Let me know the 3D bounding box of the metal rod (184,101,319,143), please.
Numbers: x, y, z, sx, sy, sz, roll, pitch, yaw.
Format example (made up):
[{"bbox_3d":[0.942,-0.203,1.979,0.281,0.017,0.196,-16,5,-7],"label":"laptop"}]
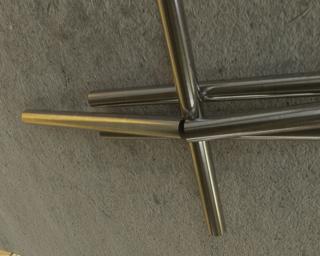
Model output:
[{"bbox_3d":[0.170,-0.015,0.277,0.301,0.025,0.025,-8,115,20],"label":"metal rod"}]

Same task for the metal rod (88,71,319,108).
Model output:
[{"bbox_3d":[0.041,-0.042,0.359,0.300,0.025,0.025,-1,118,28],"label":"metal rod"}]

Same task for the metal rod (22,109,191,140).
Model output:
[{"bbox_3d":[-0.094,-0.009,0.418,0.300,0.025,0.025,4,121,36],"label":"metal rod"}]

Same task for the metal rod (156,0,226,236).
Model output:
[{"bbox_3d":[0.043,0.006,0.356,0.025,0.025,0.298,-1,118,28],"label":"metal rod"}]

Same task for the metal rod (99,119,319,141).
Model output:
[{"bbox_3d":[0.053,0.002,0.380,0.300,0.025,0.025,-1,118,28],"label":"metal rod"}]
